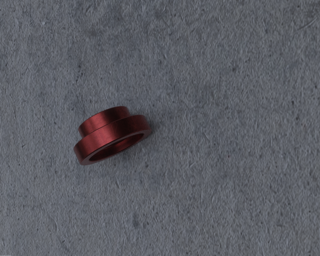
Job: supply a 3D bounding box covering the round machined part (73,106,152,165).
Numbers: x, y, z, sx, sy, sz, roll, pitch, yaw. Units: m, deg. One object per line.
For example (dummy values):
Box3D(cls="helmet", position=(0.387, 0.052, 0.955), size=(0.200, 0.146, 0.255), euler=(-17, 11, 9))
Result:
Box3D(cls="round machined part", position=(-0.063, 0.007, 0.393), size=(0.098, 0.098, 0.042), euler=(-30, 80, 17))
